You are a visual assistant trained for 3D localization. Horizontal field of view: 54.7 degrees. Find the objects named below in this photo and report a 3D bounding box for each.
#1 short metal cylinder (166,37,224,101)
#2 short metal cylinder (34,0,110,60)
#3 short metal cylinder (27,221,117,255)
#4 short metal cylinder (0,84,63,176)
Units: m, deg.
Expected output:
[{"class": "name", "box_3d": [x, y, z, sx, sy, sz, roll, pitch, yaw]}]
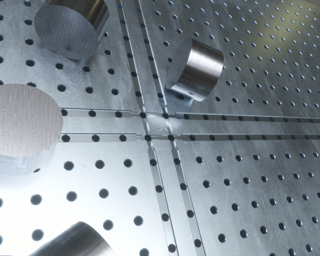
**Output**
[{"class": "short metal cylinder", "box_3d": [0.049, -0.085, 0.450, 0.050, 0.080, 0.080, 20, 54, -17]}, {"class": "short metal cylinder", "box_3d": [-0.110, -0.135, 0.396, 0.080, 0.080, 0.050, 23, 53, -14]}, {"class": "short metal cylinder", "box_3d": [-0.069, 0.127, 0.258, 0.050, 0.080, 0.080, -30, 79, -38]}, {"class": "short metal cylinder", "box_3d": [-0.144, 0.002, 0.313, 0.081, 0.050, 0.080, 14, 56, -21]}]
